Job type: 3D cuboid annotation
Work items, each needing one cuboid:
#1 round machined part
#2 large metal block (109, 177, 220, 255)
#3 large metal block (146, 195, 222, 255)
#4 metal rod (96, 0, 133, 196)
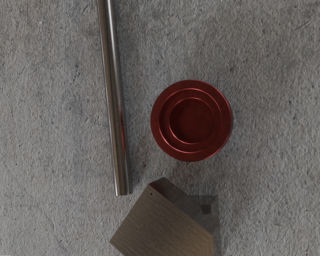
[{"bbox_3d":[0.041,-0.009,0.385,0.098,0.042,0.097,0,90,19],"label":"round machined part"},{"bbox_3d":[0.006,0.113,0.340,0.080,0.050,0.080,36,101,16],"label":"large metal block"},{"bbox_3d":[0.030,0.128,0.384,0.080,0.050,0.079,-4,89,19],"label":"large metal block"},{"bbox_3d":[-0.064,-0.058,0.430,0.025,0.025,0.298,-7,88,19],"label":"metal rod"}]
